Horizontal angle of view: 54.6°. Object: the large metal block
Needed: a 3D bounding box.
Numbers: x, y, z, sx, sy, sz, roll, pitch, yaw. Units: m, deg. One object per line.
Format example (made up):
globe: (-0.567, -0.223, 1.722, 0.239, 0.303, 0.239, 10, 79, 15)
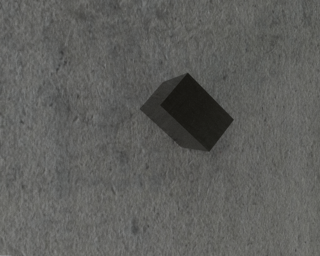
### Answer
large metal block: (0.031, -0.018, 0.391, 0.080, 0.080, 0.050, 43, 77, -15)
